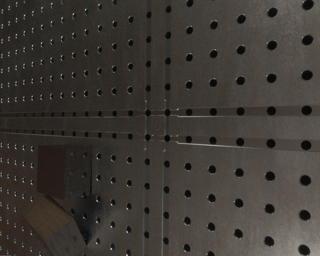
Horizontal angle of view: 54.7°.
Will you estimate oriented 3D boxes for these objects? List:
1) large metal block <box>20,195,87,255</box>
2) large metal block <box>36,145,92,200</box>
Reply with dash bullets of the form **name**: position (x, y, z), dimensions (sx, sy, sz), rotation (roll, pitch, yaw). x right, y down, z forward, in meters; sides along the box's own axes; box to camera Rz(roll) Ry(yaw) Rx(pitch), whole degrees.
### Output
- **large metal block**: position (-0.175, 0.168, 0.511), dimensions (0.080, 0.050, 0.079), rotation (27, 140, 36)
- **large metal block**: position (-0.162, 0.071, 0.523), dimensions (0.080, 0.050, 0.079), rotation (3, 90, 39)
